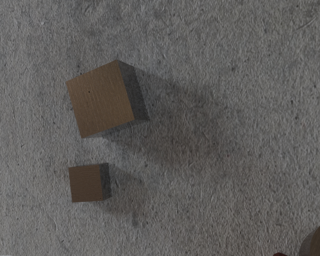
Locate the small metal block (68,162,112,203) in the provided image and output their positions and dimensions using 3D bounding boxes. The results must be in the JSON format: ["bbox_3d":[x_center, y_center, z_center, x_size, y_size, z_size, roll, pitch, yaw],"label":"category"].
[{"bbox_3d":[-0.100,0.078,0.444,0.050,0.025,0.050,-8,87,19],"label":"small metal block"}]

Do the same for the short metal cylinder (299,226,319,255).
[{"bbox_3d":[0.188,0.135,0.311,0.080,0.050,0.080,-4,60,8],"label":"short metal cylinder"}]

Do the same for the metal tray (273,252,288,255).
[{"bbox_3d":[0.181,0.208,0.342,0.130,0.030,0.089,17,95,19],"label":"metal tray"}]

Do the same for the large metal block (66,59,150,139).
[{"bbox_3d":[-0.070,-0.036,0.420,0.080,0.050,0.080,-19,84,19],"label":"large metal block"}]
